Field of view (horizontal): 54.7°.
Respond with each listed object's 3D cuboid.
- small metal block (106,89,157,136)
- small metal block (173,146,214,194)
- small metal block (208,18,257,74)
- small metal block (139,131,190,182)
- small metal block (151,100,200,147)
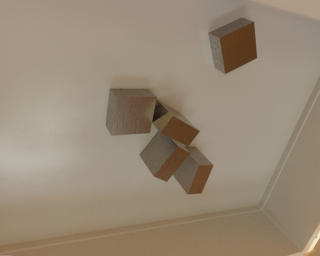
[{"bbox_3d":[-0.036,-0.020,0.377,0.050,0.025,0.050,-3,120,-27],"label":"small metal block"},{"bbox_3d":[0.047,0.061,0.456,0.025,0.050,0.050,4,117,-30],"label":"small metal block"},{"bbox_3d":[0.094,-0.105,0.395,0.050,0.025,0.050,-28,128,-11],"label":"small metal block"},{"bbox_3d":[0.005,0.035,0.417,0.025,0.050,0.050,31,101,-38],"label":"small metal block"},{"bbox_3d":[0.015,-0.007,0.396,0.050,0.050,0.025,28,103,-38],"label":"small metal block"}]
